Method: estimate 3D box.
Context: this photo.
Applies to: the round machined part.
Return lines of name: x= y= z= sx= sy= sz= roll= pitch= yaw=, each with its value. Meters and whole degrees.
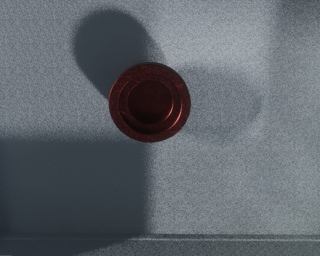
round machined part: x=-0.012 y=-0.034 z=0.390 sx=0.099 sy=0.042 sz=0.097 roll=0 pitch=110 yaw=-1
